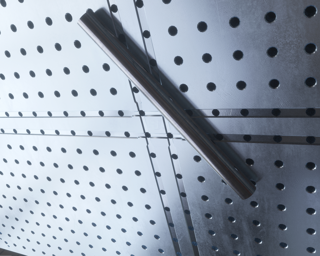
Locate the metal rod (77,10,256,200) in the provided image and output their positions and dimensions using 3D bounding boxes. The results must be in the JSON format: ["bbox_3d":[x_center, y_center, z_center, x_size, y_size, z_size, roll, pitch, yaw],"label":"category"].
[{"bbox_3d":[0.012,-0.025,0.388,0.300,0.025,0.025,47,129,-5],"label":"metal rod"}]
